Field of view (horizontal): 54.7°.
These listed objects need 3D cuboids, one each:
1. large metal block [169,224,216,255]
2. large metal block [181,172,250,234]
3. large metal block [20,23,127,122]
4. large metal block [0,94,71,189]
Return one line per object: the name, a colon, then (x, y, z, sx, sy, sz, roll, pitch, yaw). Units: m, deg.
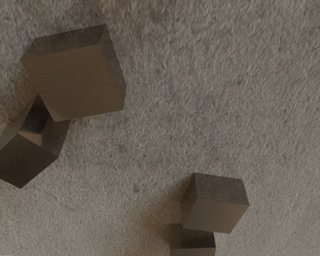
large metal block: (0.059, 0.223, 0.582, 0.081, 0.050, 0.079, -3, 130, 1)
large metal block: (0.084, 0.122, 0.496, 0.081, 0.050, 0.079, 10, 130, -9)
large metal block: (-0.088, -0.059, 0.339, 0.080, 0.050, 0.080, -9, 130, 7)
large metal block: (-0.159, 0.014, 0.381, 0.080, 0.080, 0.050, -36, 122, 26)
